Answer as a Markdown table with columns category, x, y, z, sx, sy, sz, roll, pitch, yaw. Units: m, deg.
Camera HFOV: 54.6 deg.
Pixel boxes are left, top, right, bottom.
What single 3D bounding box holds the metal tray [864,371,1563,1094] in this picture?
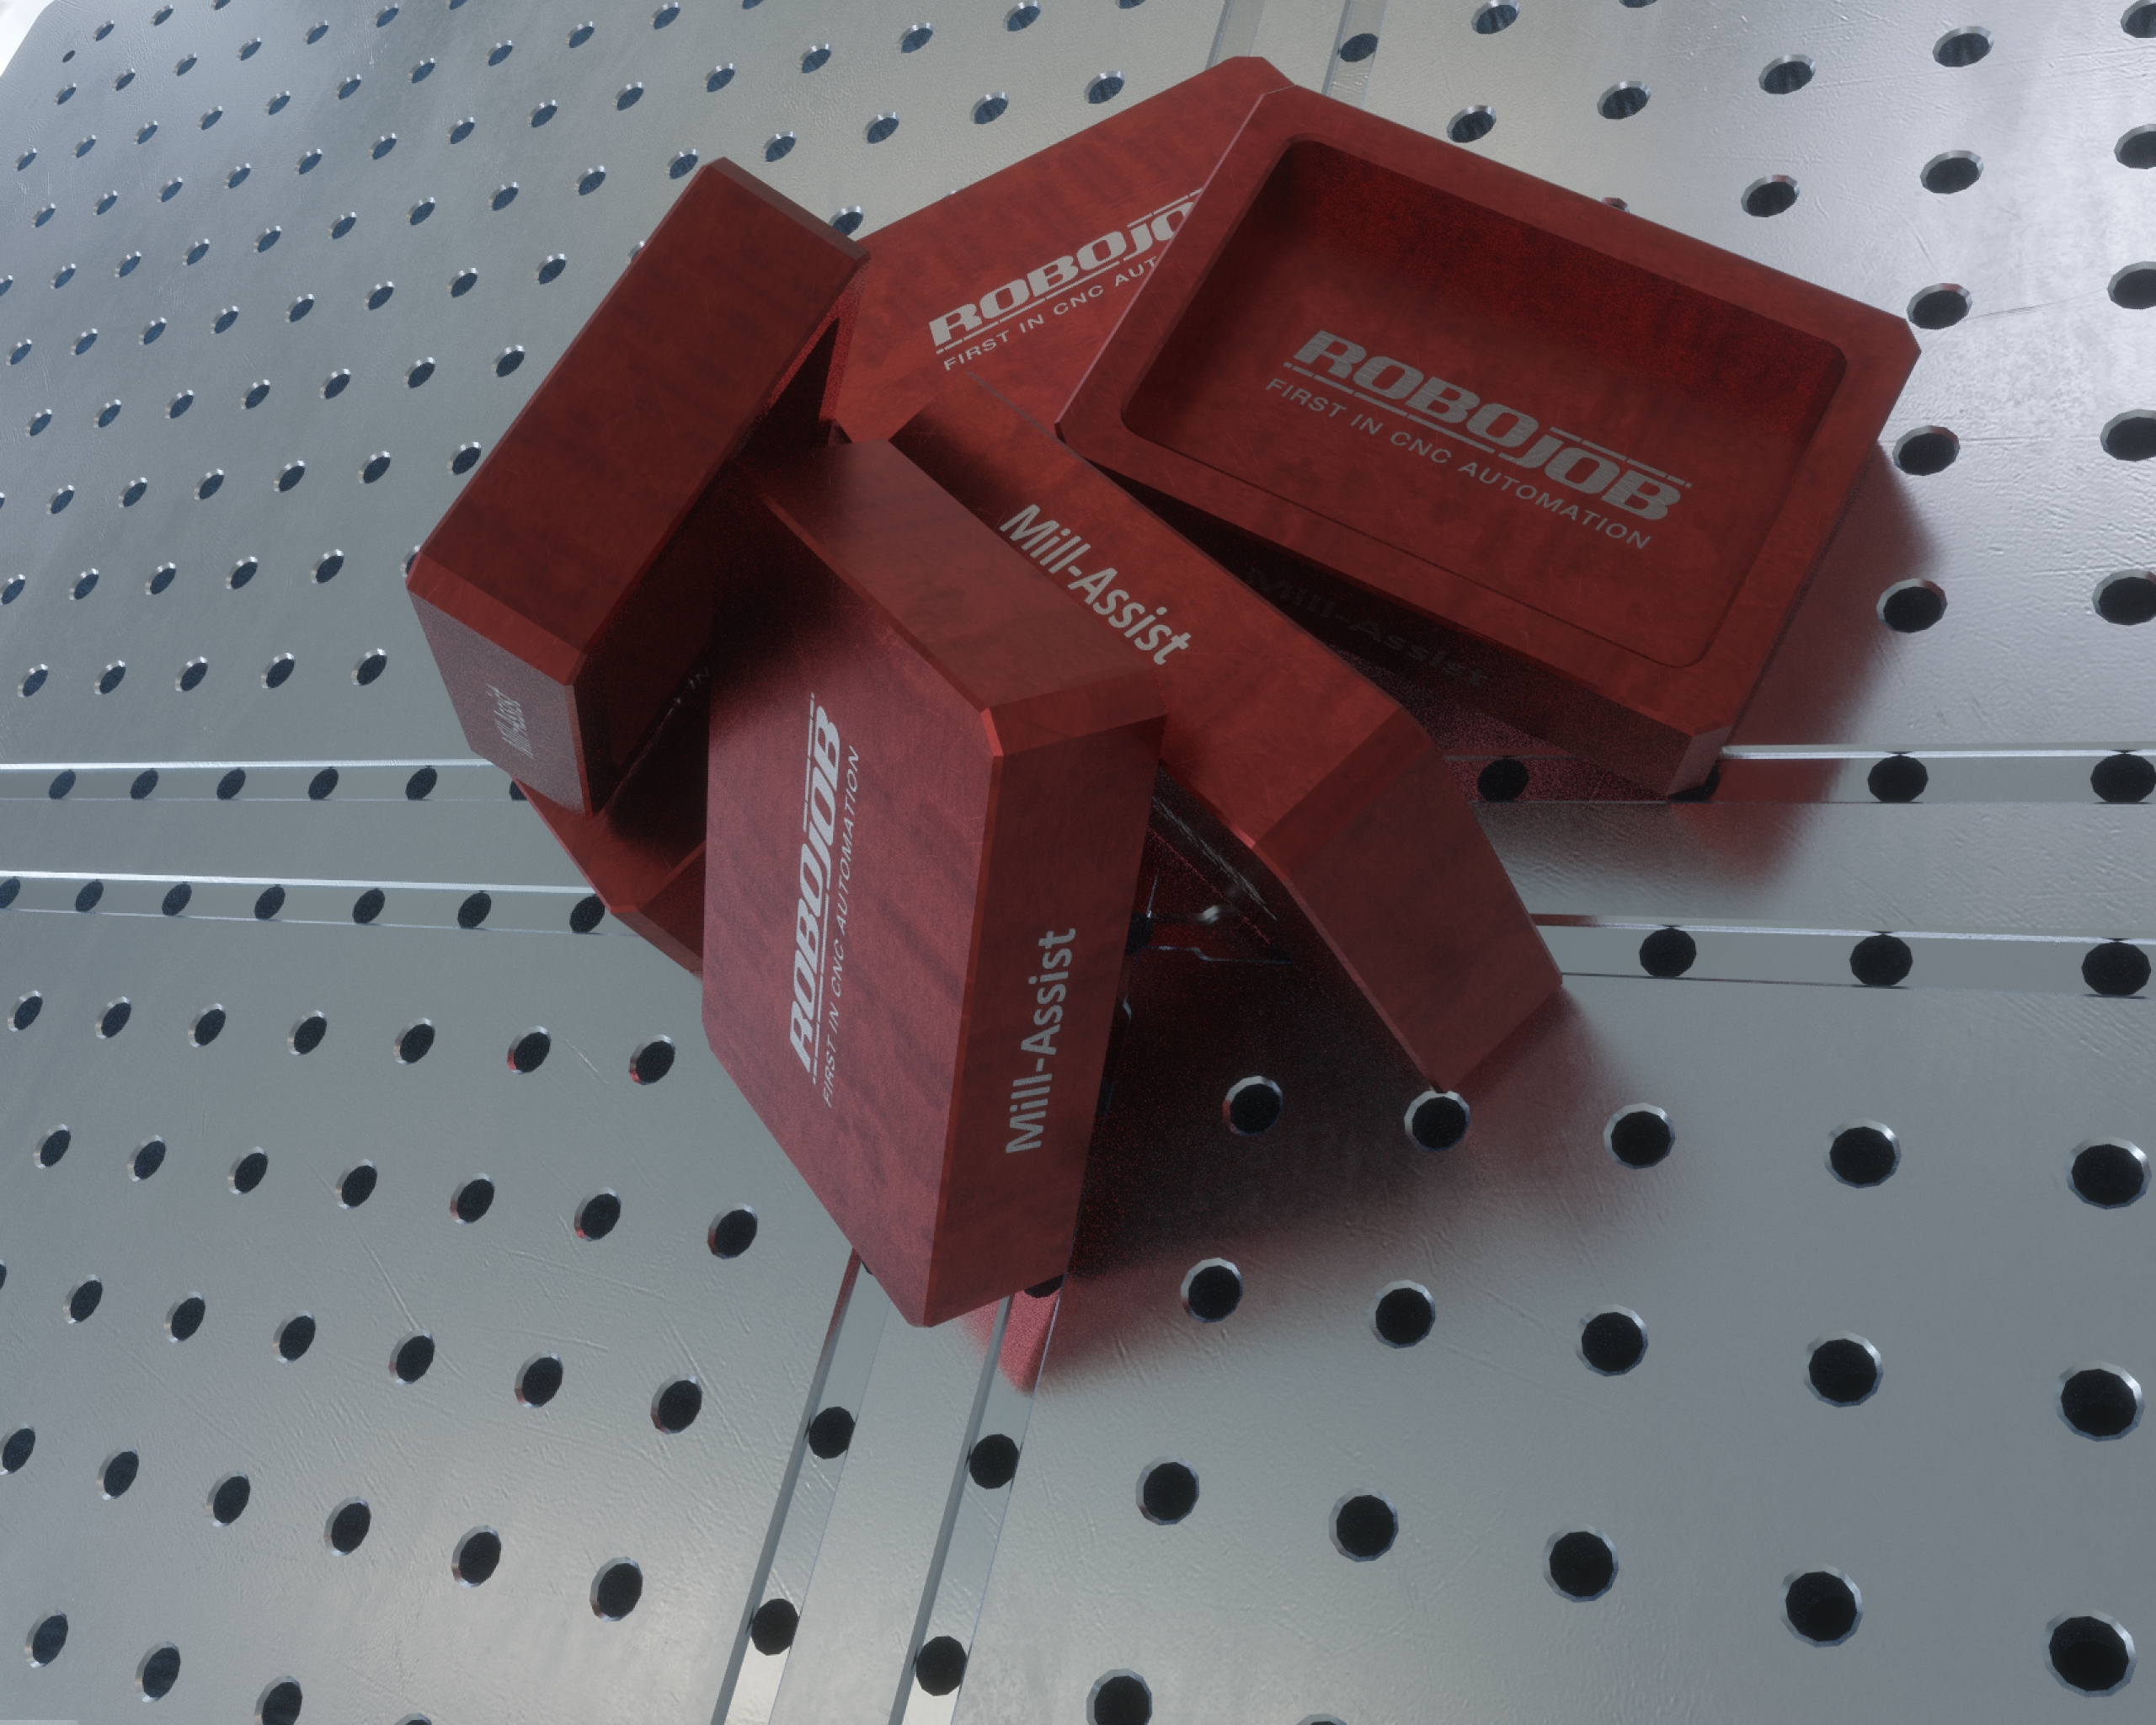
| category | x | y | z | sx | sy | sz | roll | pitch | yaw |
| --- | --- | --- | --- | --- | --- | --- | --- | --- | --- |
| metal tray | 0.021 | -0.024 | 0.370 | 0.030 | 0.090 | 0.130 | -44 | 51 | -2 |

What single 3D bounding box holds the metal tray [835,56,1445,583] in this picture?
| category | x | y | z | sx | sy | sz | roll | pitch | yaw |
| --- | --- | --- | --- | --- | --- | --- | --- | --- | --- |
| metal tray | 0.007 | -0.116 | 0.450 | 0.131 | 0.030 | 0.090 | -29 | 54 | -8 |

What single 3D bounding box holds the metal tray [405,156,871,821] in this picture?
| category | x | y | z | sx | sy | sz | roll | pitch | yaw |
| --- | --- | --- | --- | --- | --- | --- | --- | --- | --- |
| metal tray | -0.081 | -0.063 | 0.393 | 0.030 | 0.130 | 0.090 | 33 | 76 | -5 |

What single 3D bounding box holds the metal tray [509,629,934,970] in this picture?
| category | x | y | z | sx | sy | sz | roll | pitch | yaw |
| --- | --- | --- | --- | --- | --- | --- | --- | --- | --- |
| metal tray | -0.066 | -0.050 | 0.471 | 0.130 | 0.030 | 0.090 | -43 | 52 | -2 |

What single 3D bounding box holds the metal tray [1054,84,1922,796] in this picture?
| category | x | y | z | sx | sy | sz | roll | pitch | yaw |
| --- | --- | --- | --- | --- | --- | --- | --- | --- | --- |
| metal tray | 0.073 | -0.080 | 0.385 | 0.130 | 0.030 | 0.090 | 27 | 75 | 14 |

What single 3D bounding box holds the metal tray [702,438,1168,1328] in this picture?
| category | x | y | z | sx | sy | sz | roll | pitch | yaw |
| --- | --- | --- | --- | --- | --- | --- | --- | --- | --- |
| metal tray | -0.031 | 0.005 | 0.361 | 0.030 | 0.129 | 0.090 | -16 | 43 | -30 |
